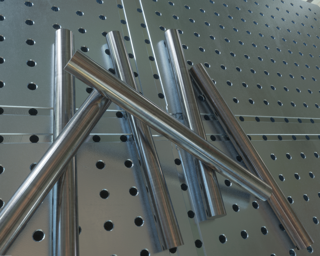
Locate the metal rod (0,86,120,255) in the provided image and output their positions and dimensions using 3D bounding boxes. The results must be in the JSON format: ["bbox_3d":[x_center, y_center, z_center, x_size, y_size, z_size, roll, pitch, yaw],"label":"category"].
[{"bbox_3d":[-0.118,0.061,0.283,0.025,0.025,0.301,33,59,-7],"label":"metal rod"}]

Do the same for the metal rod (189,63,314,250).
[{"bbox_3d":[0.126,0.031,0.456,0.025,0.025,0.299,-18,71,-35],"label":"metal rod"}]

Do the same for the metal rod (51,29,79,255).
[{"bbox_3d":[-0.106,0.008,0.345,0.025,0.025,0.299,5,60,-26],"label":"metal rod"}]

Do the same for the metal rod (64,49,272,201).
[{"bbox_3d":[0.026,0.010,0.365,0.301,0.025,0.025,34,50,-22],"label":"metal rod"}]

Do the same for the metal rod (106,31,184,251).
[{"bbox_3d":[-0.026,-0.002,0.394,0.025,0.025,0.299,-3,63,-30],"label":"metal rod"}]

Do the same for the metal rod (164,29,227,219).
[{"bbox_3d":[0.044,-0.023,0.445,0.025,0.025,0.299,4,60,-26],"label":"metal rod"}]
